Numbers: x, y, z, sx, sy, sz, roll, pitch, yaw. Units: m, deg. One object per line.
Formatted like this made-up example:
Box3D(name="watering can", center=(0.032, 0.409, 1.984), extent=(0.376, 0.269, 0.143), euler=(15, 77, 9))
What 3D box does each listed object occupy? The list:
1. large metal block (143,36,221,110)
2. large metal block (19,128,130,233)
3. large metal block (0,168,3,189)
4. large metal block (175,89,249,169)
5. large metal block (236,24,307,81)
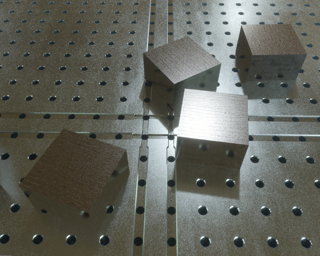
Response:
Box3D(name="large metal block", center=(0.031, -0.084, 0.463), extent=(0.080, 0.050, 0.080), euler=(-26, 55, -20))
Box3D(name="large metal block", center=(-0.089, 0.056, 0.344), extent=(0.080, 0.050, 0.080), euler=(17, 52, 14))
Box3D(name="large metal block", center=(-0.238, 0.040, 0.357), extent=(0.081, 0.050, 0.080), euler=(-19, 53, -16))
Box3D(name="large metal block", center=(0.066, 0.000, 0.392), extent=(0.080, 0.050, 0.080), euler=(7, 50, 6))
Box3D(name="large metal block", center=(0.173, -0.121, 0.494), extent=(0.080, 0.050, 0.080), euler=(-2, 50, -1))
